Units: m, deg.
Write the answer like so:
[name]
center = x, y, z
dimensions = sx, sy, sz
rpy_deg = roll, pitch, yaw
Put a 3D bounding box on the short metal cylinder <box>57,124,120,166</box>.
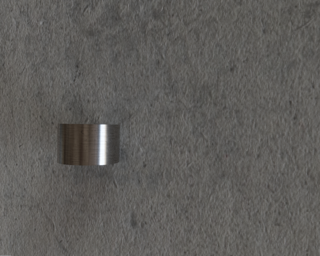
[short metal cylinder]
center = -0.094, 0.020, 0.412
dimensions = 0.080, 0.080, 0.050
rpy_deg = 1, 91, 19
